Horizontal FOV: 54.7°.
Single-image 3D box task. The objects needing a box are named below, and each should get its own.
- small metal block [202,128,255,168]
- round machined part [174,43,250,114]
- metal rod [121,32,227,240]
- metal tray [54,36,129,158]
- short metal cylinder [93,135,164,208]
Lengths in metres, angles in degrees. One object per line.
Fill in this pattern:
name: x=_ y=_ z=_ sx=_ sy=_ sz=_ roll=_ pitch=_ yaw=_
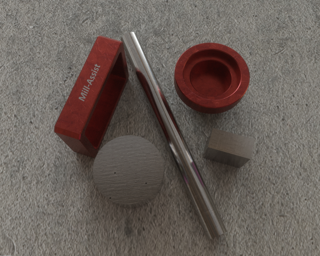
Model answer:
small metal block: x=0.083 y=0.026 z=0.385 sx=0.050 sy=0.050 sz=0.025 roll=16 pitch=71 yaw=5
round machined part: x=0.068 y=-0.064 z=0.424 sx=0.099 sy=0.042 sz=0.098 roll=0 pitch=70 yaw=-1
metal rod: x=0.011 y=-0.003 z=0.411 sx=0.025 sy=0.025 sz=0.299 roll=-21 pitch=72 yaw=-8
metal tray: x=-0.079 y=-0.036 z=0.387 sx=0.030 sy=0.090 sz=0.130 roll=17 pitch=71 yaw=6
short metal cylinder: x=-0.036 y=0.054 z=0.375 sx=0.081 sy=0.050 sz=0.080 roll=0 pitch=70 yaw=0
